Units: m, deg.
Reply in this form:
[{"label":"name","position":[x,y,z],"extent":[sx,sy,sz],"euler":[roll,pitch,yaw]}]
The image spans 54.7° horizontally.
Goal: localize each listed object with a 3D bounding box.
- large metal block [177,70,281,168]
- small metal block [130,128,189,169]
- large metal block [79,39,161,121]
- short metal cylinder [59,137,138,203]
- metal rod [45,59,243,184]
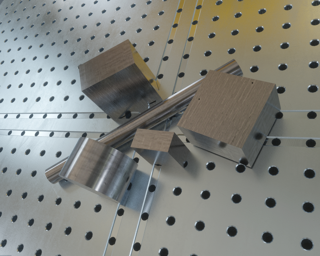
[{"label":"large metal block","position":[0.080,-0.013,0.354],"extent":[0.080,0.050,0.080],"euler":[21,73,35]},{"label":"small metal block","position":[0.001,0.025,0.375],"extent":[0.050,0.050,0.025],"euler":[5,65,30]},{"label":"large metal block","position":[-0.056,-0.065,0.442],"extent":[0.080,0.080,0.050],"euler":[-25,53,12]},{"label":"short metal cylinder","position":[-0.074,0.052,0.377],"extent":[0.080,0.080,0.050],"euler":[12,68,33]},{"label":"metal rod","position":[-0.027,-0.005,0.423],"extent":[0.301,0.025,0.025],"euler":[-30,52,8]}]
